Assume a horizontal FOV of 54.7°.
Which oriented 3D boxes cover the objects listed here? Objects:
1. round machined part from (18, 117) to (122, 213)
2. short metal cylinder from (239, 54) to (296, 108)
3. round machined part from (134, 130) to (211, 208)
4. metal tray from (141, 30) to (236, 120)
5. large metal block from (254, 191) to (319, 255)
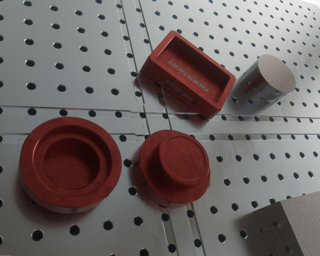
[{"bbox_3d":[-0.093,0.040,0.322,0.099,0.042,0.098,14,56,-21],"label":"round machined part"},{"bbox_3d":[0.188,-0.081,0.542,0.081,0.050,0.080,14,56,-21],"label":"short metal cylinder"},{"bbox_3d":[0.021,0.045,0.381,0.099,0.042,0.098,14,56,-21],"label":"round machined part"},{"bbox_3d":[0.048,-0.084,0.481,0.130,0.030,0.090,36,51,-5],"label":"metal tray"},{"bbox_3d":[0.185,0.135,0.409,0.081,0.050,0.080,-3,64,-30],"label":"large metal block"}]
